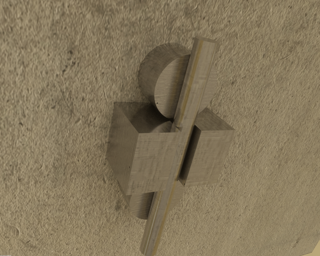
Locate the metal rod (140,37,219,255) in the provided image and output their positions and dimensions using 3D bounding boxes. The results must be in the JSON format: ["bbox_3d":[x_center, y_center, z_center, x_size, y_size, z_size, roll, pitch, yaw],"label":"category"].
[{"bbox_3d":[0.016,0.041,0.377,0.025,0.025,0.298,-1,119,-28],"label":"metal rod"}]

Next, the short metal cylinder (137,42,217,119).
[{"bbox_3d":[0.020,-0.056,0.368,0.081,0.050,0.079,-14,124,-21],"label":"short metal cylinder"}]

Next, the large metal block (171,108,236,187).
[{"bbox_3d":[0.044,0.019,0.408,0.050,0.080,0.079,-1,119,-28],"label":"large metal block"}]

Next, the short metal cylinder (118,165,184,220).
[{"bbox_3d":[-0.013,0.081,0.436,0.081,0.050,0.079,-14,124,-21],"label":"short metal cylinder"}]

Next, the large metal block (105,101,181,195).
[{"bbox_3d":[-0.024,0.021,0.372,0.050,0.080,0.079,-1,119,-28],"label":"large metal block"}]
